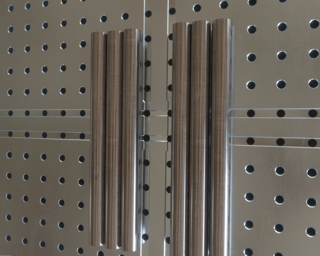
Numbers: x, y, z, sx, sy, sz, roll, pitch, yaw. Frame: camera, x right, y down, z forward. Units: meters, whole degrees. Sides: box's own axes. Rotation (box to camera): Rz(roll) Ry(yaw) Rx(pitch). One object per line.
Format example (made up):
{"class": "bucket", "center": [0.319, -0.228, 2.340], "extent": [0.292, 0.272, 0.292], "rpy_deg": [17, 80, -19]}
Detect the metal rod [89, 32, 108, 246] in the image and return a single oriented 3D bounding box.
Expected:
{"class": "metal rod", "center": [-0.088, 0.015, 0.444], "extent": [0.025, 0.025, 0.298], "rpy_deg": [1, 90, 20]}

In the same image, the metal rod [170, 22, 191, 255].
{"class": "metal rod", "center": [0.027, 0.016, 0.403], "extent": [0.025, 0.025, 0.298], "rpy_deg": [1, 90, 20]}

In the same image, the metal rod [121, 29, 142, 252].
{"class": "metal rod", "center": [-0.040, 0.016, 0.426], "extent": [0.025, 0.025, 0.298], "rpy_deg": [1, 90, 20]}

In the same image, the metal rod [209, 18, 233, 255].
{"class": "metal rod", "center": [0.076, 0.017, 0.385], "extent": [0.025, 0.025, 0.298], "rpy_deg": [1, 90, 20]}

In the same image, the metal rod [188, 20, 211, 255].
{"class": "metal rod", "center": [0.050, 0.017, 0.394], "extent": [0.025, 0.025, 0.298], "rpy_deg": [1, 90, 20]}

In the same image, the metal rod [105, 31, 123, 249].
{"class": "metal rod", "center": [-0.063, 0.016, 0.435], "extent": [0.025, 0.025, 0.298], "rpy_deg": [1, 90, 20]}
